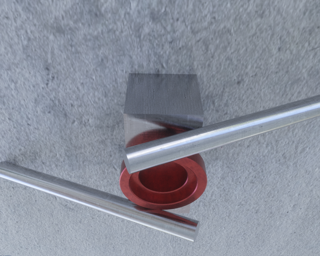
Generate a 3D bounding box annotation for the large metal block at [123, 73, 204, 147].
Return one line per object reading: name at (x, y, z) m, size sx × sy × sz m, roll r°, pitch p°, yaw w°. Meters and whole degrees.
large metal block at (0.003, -0.021, 0.355) m, size 0.081 × 0.080 × 0.050 m, roll 1°, pitch 130°, yaw -1°

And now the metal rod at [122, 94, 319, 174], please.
metal rod at (0.108, -0.006, 0.335) m, size 0.302 × 0.025 × 0.025 m, roll -15°, pitch 132°, yaw -17°

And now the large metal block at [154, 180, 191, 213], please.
large metal block at (0.000, 0.071, 0.433) m, size 0.081 × 0.080 × 0.050 m, roll 1°, pitch 130°, yaw -1°

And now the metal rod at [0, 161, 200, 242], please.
metal rod at (-0.096, 0.091, 0.412) m, size 0.301 × 0.025 × 0.025 m, roll 12°, pitch 133°, yaw 19°

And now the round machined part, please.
round machined part at (0.004, 0.050, 0.363) m, size 0.099 × 0.042 × 0.097 m, roll -1°, pitch 130°, yaw 0°
